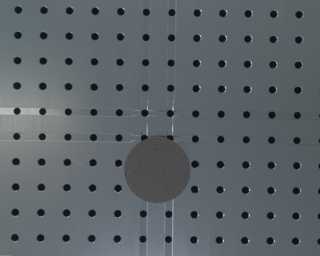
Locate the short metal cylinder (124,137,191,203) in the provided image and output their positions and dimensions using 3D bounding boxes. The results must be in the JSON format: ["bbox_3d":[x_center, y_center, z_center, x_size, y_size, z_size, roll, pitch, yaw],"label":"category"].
[{"bbox_3d":[-0.003,0.051,0.401,0.080,0.050,0.080,0,90,0],"label":"short metal cylinder"}]
